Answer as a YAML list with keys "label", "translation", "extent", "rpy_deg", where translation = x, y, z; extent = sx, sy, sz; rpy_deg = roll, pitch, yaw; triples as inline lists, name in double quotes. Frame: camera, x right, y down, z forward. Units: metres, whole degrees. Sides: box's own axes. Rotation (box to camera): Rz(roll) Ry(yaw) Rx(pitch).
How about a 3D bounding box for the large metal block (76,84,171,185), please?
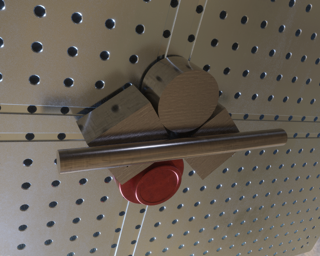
- label: "large metal block"
  translation: [-0.039, 0.008, 0.374]
  extent: [0.080, 0.050, 0.080]
  rpy_deg: [-35, 131, -6]

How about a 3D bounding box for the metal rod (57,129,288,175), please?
- label: "metal rod"
  translation: [0.035, 0.023, 0.373]
  extent: [0.303, 0.025, 0.025]
  rpy_deg: [-4, 121, -26]

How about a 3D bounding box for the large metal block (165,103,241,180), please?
- label: "large metal block"
  translation: [0.060, 0.012, 0.427]
  extent: [0.080, 0.050, 0.080]
  rpy_deg: [-40, 130, 0]

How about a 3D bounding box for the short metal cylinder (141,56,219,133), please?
- label: "short metal cylinder"
  translation: [0.024, -0.041, 0.378]
  extent: [0.081, 0.050, 0.079]
  rpy_deg: [-14, 124, -21]

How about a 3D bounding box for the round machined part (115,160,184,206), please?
- label: "round machined part"
  translation: [-0.009, 0.069, 0.433]
  extent: [0.099, 0.042, 0.097]
  rpy_deg: [-14, 124, -21]
